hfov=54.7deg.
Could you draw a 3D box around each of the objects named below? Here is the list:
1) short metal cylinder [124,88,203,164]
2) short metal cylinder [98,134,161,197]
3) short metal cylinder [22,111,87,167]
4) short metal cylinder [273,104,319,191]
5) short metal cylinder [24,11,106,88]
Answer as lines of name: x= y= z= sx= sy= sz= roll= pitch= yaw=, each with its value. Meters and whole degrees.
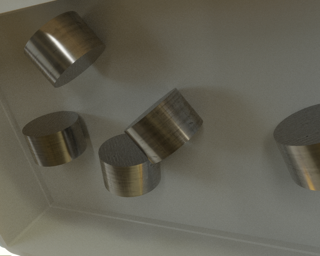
short metal cylinder: x=0.004 y=-0.003 z=0.369 sx=0.080 sy=0.080 sz=0.050 roll=-35 pitch=99 yaw=38
short metal cylinder: x=-0.040 y=0.048 z=0.424 sx=0.080 sy=0.080 sz=0.050 roll=10 pitch=123 yaw=23
short metal cylinder: x=-0.156 y=0.014 z=0.464 sx=0.080 sy=0.080 sz=0.050 roll=5 pitch=121 yaw=26
short metal cylinder: x=0.159 y=0.015 z=0.299 sx=0.080 sy=0.080 sz=0.050 roll=-17 pitch=109 yaw=35
short metal cylinder: x=-0.114 y=-0.094 z=0.375 sx=0.050 sy=0.080 sz=0.080 roll=49 pitch=129 yaw=-7
